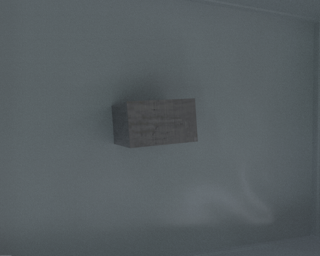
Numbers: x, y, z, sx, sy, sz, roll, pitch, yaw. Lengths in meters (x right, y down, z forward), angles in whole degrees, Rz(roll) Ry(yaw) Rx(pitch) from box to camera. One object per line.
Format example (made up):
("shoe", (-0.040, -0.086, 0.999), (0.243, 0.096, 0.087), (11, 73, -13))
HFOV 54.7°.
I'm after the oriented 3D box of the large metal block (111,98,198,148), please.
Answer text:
("large metal block", (-0.010, -0.007, 0.379), (0.081, 0.080, 0.050), (-5, 92, -20))
